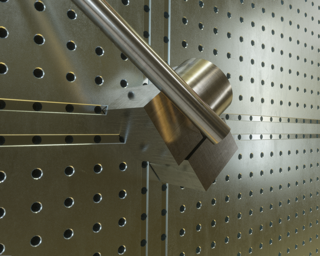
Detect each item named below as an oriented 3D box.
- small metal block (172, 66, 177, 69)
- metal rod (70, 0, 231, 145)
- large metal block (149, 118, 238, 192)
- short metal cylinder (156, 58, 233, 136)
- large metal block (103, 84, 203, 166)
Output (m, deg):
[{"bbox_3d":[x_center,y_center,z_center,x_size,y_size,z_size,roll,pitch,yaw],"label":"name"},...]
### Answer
[{"bbox_3d":[0.017,-0.049,0.426,0.050,0.025,0.050,-49,120,-29],"label":"small metal block"},{"bbox_3d":[-0.041,-0.096,0.308,0.300,0.025,0.025,45,61,-7],"label":"metal rod"},{"bbox_3d":[0.041,0.031,0.408,0.080,0.080,0.050,-45,118,-31],"label":"large metal block"},{"bbox_3d":[0.040,-0.037,0.375,0.050,0.080,0.080,-44,117,-31],"label":"short metal cylinder"},{"bbox_3d":[-0.009,-0.005,0.369,0.050,0.080,0.080,-45,118,-31],"label":"large metal block"}]
